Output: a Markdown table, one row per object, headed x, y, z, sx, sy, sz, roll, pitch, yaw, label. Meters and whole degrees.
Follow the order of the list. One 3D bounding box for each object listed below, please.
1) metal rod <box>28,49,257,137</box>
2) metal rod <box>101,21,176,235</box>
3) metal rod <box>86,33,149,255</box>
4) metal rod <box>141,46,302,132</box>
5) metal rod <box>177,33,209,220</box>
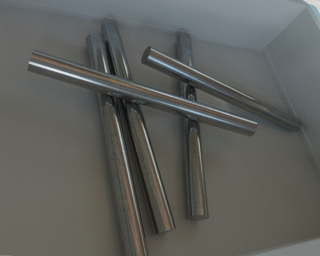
| x | y | z | sx | sy | sz | roll | pitch | yaw | label |
| --- | --- | --- | --- | --- | --- | --- | --- | --- | --- |
| -0.006 | -0.037 | 0.393 | 0.302 | 0.025 | 0.025 | 15 | 56 | -20 | metal rod |
| -0.035 | -0.017 | 0.398 | 0.025 | 0.025 | 0.299 | -3 | 63 | -30 | metal rod |
| -0.056 | 0.008 | 0.371 | 0.025 | 0.025 | 0.299 | 0 | 62 | -29 | metal rod |
| 0.109 | -0.050 | 0.474 | 0.302 | 0.025 | 0.025 | 20 | 54 | -26 | metal rod |
| 0.043 | -0.022 | 0.443 | 0.025 | 0.025 | 0.299 | 13 | 56 | -22 | metal rod |
